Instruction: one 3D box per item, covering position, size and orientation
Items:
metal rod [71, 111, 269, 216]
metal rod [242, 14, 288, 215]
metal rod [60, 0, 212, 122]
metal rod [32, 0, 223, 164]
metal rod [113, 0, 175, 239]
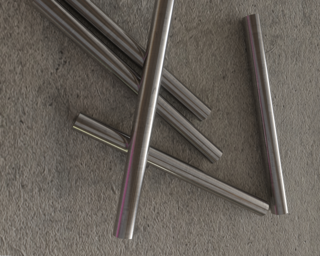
[{"bbox_3d":[0.027,0.055,0.418,0.301,0.025,0.025,27,81,-18],"label":"metal rod"},{"bbox_3d":[0.159,-0.018,0.467,0.025,0.025,0.298,-11,94,-20],"label":"metal rod"},{"bbox_3d":[-0.049,-0.111,0.390,0.301,0.025,0.025,40,78,-16],"label":"metal rod"},{"bbox_3d":[-0.030,-0.055,0.397,0.300,0.025,0.025,41,77,-16],"label":"metal rod"},{"bbox_3d":[-0.018,-0.020,0.374,0.025,0.025,0.298,11,86,-20],"label":"metal rod"}]
